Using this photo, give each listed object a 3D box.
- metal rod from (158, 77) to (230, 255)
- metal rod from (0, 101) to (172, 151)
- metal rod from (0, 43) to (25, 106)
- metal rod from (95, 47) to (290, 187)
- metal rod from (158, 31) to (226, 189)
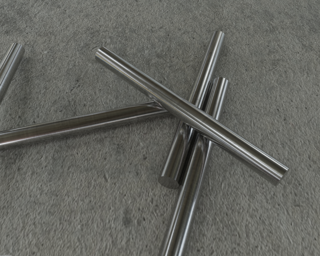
[{"bbox_3d":[0.044,0.044,0.366,0.025,0.025,0.300,14,51,11],"label":"metal rod"},{"bbox_3d":[-0.120,-0.001,0.402,0.302,0.025,0.025,-12,51,-10],"label":"metal rod"},{"bbox_3d":[-0.222,-0.029,0.399,0.025,0.025,0.300,-4,42,-4],"label":"metal rod"},{"bbox_3d":[0.022,-0.028,0.392,0.300,0.025,0.025,37,59,26],"label":"metal rod"},{"bbox_3d":[0.055,-0.048,0.443,0.025,0.025,0.300,14,51,11],"label":"metal rod"}]
